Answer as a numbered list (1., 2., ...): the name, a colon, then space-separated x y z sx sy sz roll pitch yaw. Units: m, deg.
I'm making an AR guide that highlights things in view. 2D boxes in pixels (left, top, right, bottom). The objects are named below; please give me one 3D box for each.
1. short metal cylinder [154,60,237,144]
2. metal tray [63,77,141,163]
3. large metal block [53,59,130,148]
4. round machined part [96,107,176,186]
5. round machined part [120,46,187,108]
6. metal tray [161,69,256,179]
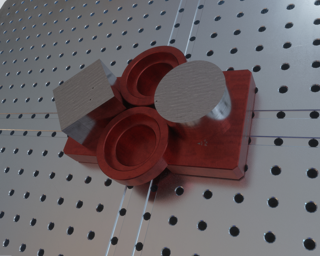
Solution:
1. short metal cylinder: 0.041 -0.029 0.349 0.080 0.050 0.080 -13 56 21
2. metal tray: -0.077 -0.014 0.454 0.090 0.030 0.130 1 62 27
3. large metal block: -0.092 -0.034 0.423 0.080 0.050 0.080 -32 52 7
4. round machined part: -0.026 0.025 0.384 0.098 0.042 0.098 -13 56 21
5. round machined part: -0.002 -0.061 0.424 0.098 0.042 0.098 -13 56 21
6. metal tray: 0.061 -0.008 0.375 0.090 0.030 0.130 1 62 28
